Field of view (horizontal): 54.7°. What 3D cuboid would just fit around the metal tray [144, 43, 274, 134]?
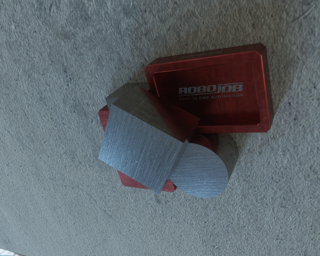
[{"bbox_3d":[0.055,-0.040,0.351,0.130,0.030,0.089,-2,118,29],"label":"metal tray"}]

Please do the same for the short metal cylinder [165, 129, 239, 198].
[{"bbox_3d":[0.053,0.040,0.389,0.080,0.050,0.079,14,124,21],"label":"short metal cylinder"}]

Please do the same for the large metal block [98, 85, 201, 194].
[{"bbox_3d":[-0.014,0.013,0.341,0.080,0.050,0.079,29,128,10],"label":"large metal block"}]

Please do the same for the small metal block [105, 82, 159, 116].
[{"bbox_3d":[-0.031,-0.037,0.386,0.050,0.050,0.025,1,119,28],"label":"small metal block"}]

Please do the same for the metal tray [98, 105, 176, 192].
[{"bbox_3d":[-0.025,0.026,0.436,0.090,0.030,0.129,1,119,28],"label":"metal tray"}]
